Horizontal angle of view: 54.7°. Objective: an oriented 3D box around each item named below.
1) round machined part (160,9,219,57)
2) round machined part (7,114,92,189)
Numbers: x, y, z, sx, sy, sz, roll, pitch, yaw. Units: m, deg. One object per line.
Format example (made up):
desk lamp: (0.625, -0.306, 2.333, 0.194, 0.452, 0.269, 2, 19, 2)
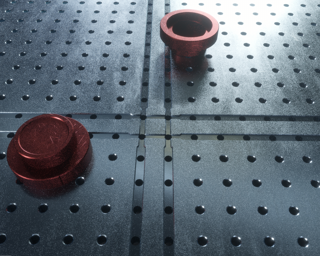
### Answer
round machined part: (0.049, -0.159, 0.531, 0.099, 0.042, 0.098, 0, 50, 0)
round machined part: (-0.136, 0.021, 0.377, 0.099, 0.042, 0.098, 0, 50, 0)
